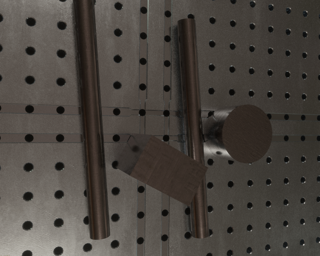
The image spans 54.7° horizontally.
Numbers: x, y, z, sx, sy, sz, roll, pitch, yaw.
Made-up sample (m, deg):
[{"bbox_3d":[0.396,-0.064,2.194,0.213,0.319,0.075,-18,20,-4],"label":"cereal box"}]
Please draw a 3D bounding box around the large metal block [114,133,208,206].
[{"bbox_3d":[-0.002,0.048,0.384,0.080,0.080,0.050,31,80,-18],"label":"large metal block"}]

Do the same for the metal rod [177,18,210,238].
[{"bbox_3d":[0.047,0.002,0.431,0.025,0.025,0.298,-5,92,-20],"label":"metal rod"}]

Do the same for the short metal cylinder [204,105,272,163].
[{"bbox_3d":[0.111,0.008,0.442,0.081,0.050,0.079,0,90,-21],"label":"short metal cylinder"}]

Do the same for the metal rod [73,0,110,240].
[{"bbox_3d":[-0.084,-0.014,0.382,0.025,0.025,0.298,-4,92,-20],"label":"metal rod"}]
